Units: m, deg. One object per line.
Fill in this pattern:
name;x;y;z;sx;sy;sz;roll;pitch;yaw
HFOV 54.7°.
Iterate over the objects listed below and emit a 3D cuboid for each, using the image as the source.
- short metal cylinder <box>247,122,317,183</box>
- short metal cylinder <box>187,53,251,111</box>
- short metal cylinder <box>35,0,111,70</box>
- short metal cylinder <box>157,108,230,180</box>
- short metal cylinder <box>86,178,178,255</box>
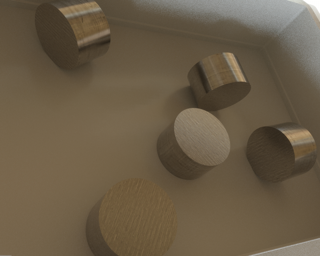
short metal cylinder;0.173;0.034;0.446;0.050;0.080;0.080;-9;66;-32
short metal cylinder;0.087;-0.066;0.460;0.081;0.080;0.050;-3;64;-30
short metal cylinder;-0.108;-0.119;0.386;0.080;0.080;0.050;48;51;5
short metal cylinder;0.043;0.021;0.402;0.081;0.050;0.080;14;56;-21
short metal cylinder;-0.029;0.097;0.315;0.081;0.050;0.080;14;56;-21
